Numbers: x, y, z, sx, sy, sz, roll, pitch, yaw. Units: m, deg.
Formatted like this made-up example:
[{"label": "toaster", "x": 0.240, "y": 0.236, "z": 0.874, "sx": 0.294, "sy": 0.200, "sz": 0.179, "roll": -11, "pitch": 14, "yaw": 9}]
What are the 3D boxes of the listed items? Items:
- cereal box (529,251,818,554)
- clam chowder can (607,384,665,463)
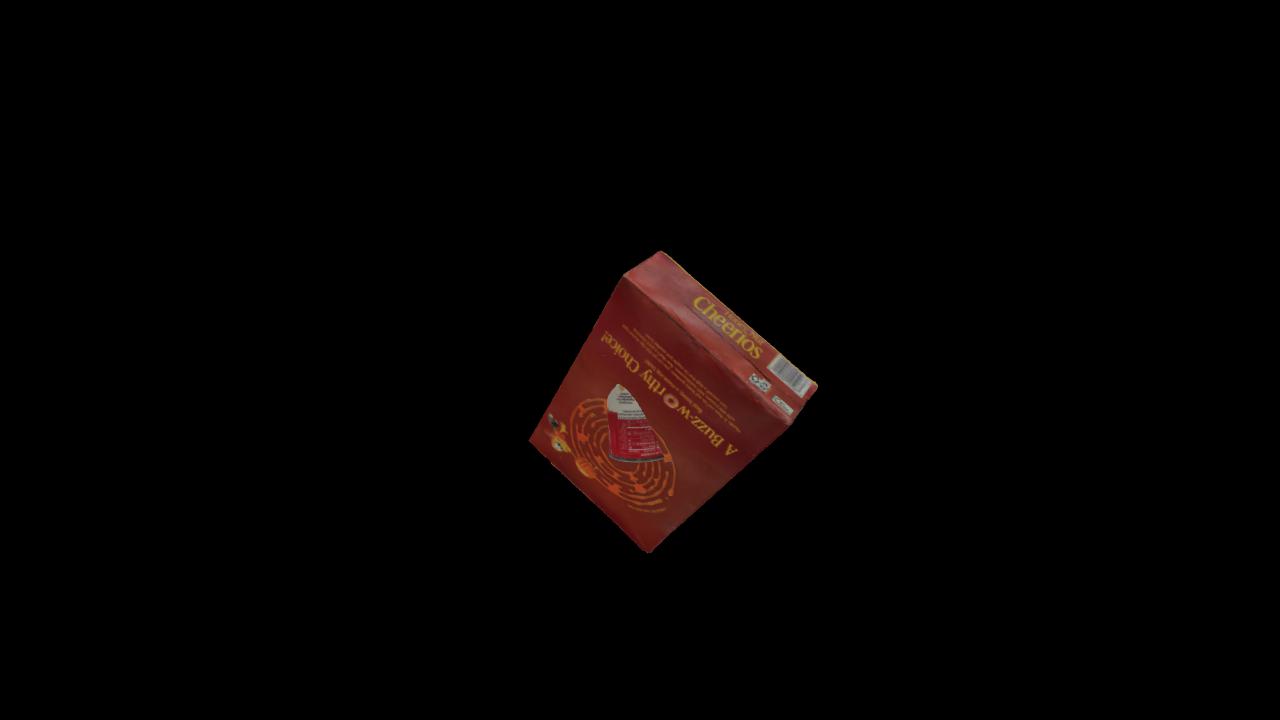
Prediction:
[{"label": "cereal box", "x": 0.014, "y": 0.062, "z": 0.662, "sx": 0.081, "sy": 0.203, "sz": 0.306, "roll": -40, "pitch": -11, "yaw": -44}, {"label": "clam chowder can", "x": -0.001, "y": 0.048, "z": 0.638, "sx": 0.068, "sy": 0.102, "sz": 0.068, "roll": -2, "pitch": 7, "yaw": 0}]
